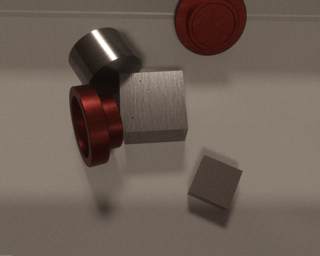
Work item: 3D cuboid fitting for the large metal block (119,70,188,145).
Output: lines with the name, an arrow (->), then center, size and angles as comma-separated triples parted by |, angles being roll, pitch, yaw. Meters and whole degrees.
large metal block -> -0.009, -0.026, 0.406 | 0.081, 0.050, 0.080 | -3, 70, -2

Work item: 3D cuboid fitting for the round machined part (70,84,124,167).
round machined part -> -0.076, -0.005, 0.375 | 0.042, 0.098, 0.098 | -13, 70, -24

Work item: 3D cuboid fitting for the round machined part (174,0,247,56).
round machined part -> 0.070, -0.145, 0.423 | 0.099, 0.097, 0.042 | -2, 33, -1

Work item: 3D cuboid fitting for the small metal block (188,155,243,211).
small metal block -> 0.068, 0.068, 0.386 | 0.050, 0.025, 0.050 | 23, 71, 8

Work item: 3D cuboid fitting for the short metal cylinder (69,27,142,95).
short metal cylinder -> -0.072, -0.085, 0.411 | 0.080, 0.080, 0.050 | -32, 73, -11
